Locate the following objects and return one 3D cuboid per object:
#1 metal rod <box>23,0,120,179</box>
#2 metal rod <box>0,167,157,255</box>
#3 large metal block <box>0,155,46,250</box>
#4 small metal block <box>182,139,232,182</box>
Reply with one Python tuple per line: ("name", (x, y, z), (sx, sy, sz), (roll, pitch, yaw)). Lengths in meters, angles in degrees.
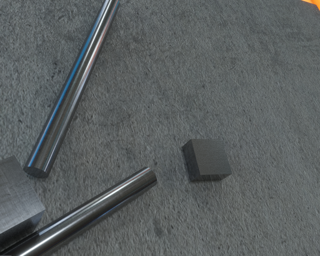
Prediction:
("metal rod", (-0.099, -0.075, 0.396), (0.025, 0.025, 0.300), (23, 53, -15))
("metal rod", (-0.119, 0.111, 0.272), (0.302, 0.025, 0.025), (-27, 77, -37))
("large metal block", (-0.146, 0.074, 0.245), (0.081, 0.080, 0.050), (-26, 77, -37))
("small metal block", (0.062, 0.043, 0.413), (0.050, 0.025, 0.050), (2, 61, -27))
